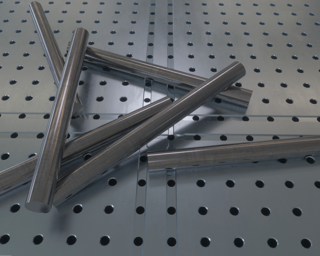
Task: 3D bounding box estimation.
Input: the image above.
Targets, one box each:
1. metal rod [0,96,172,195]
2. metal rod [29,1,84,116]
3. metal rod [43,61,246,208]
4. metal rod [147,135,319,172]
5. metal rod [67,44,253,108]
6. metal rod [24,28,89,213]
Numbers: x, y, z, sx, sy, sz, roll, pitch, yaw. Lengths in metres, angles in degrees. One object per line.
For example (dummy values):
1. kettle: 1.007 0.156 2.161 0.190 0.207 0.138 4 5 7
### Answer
1. metal rod: -0.114 0.029 0.382 0.302 0.025 0.025 -26 55 -20
2. metal rod: -0.180 -0.130 0.515 0.025 0.025 0.300 -19 53 -15
3. metal rod: -0.005 -0.003 0.391 0.301 0.025 0.025 -35 58 -19
4. metal rod: 0.135 0.027 0.385 0.302 0.025 0.025 -5 50 -5
5. metal rod: -0.010 -0.086 0.480 0.301 0.025 0.025 18 52 14
6. metal rod: -0.124 -0.036 0.403 0.025 0.025 0.300 -1 50 -1
